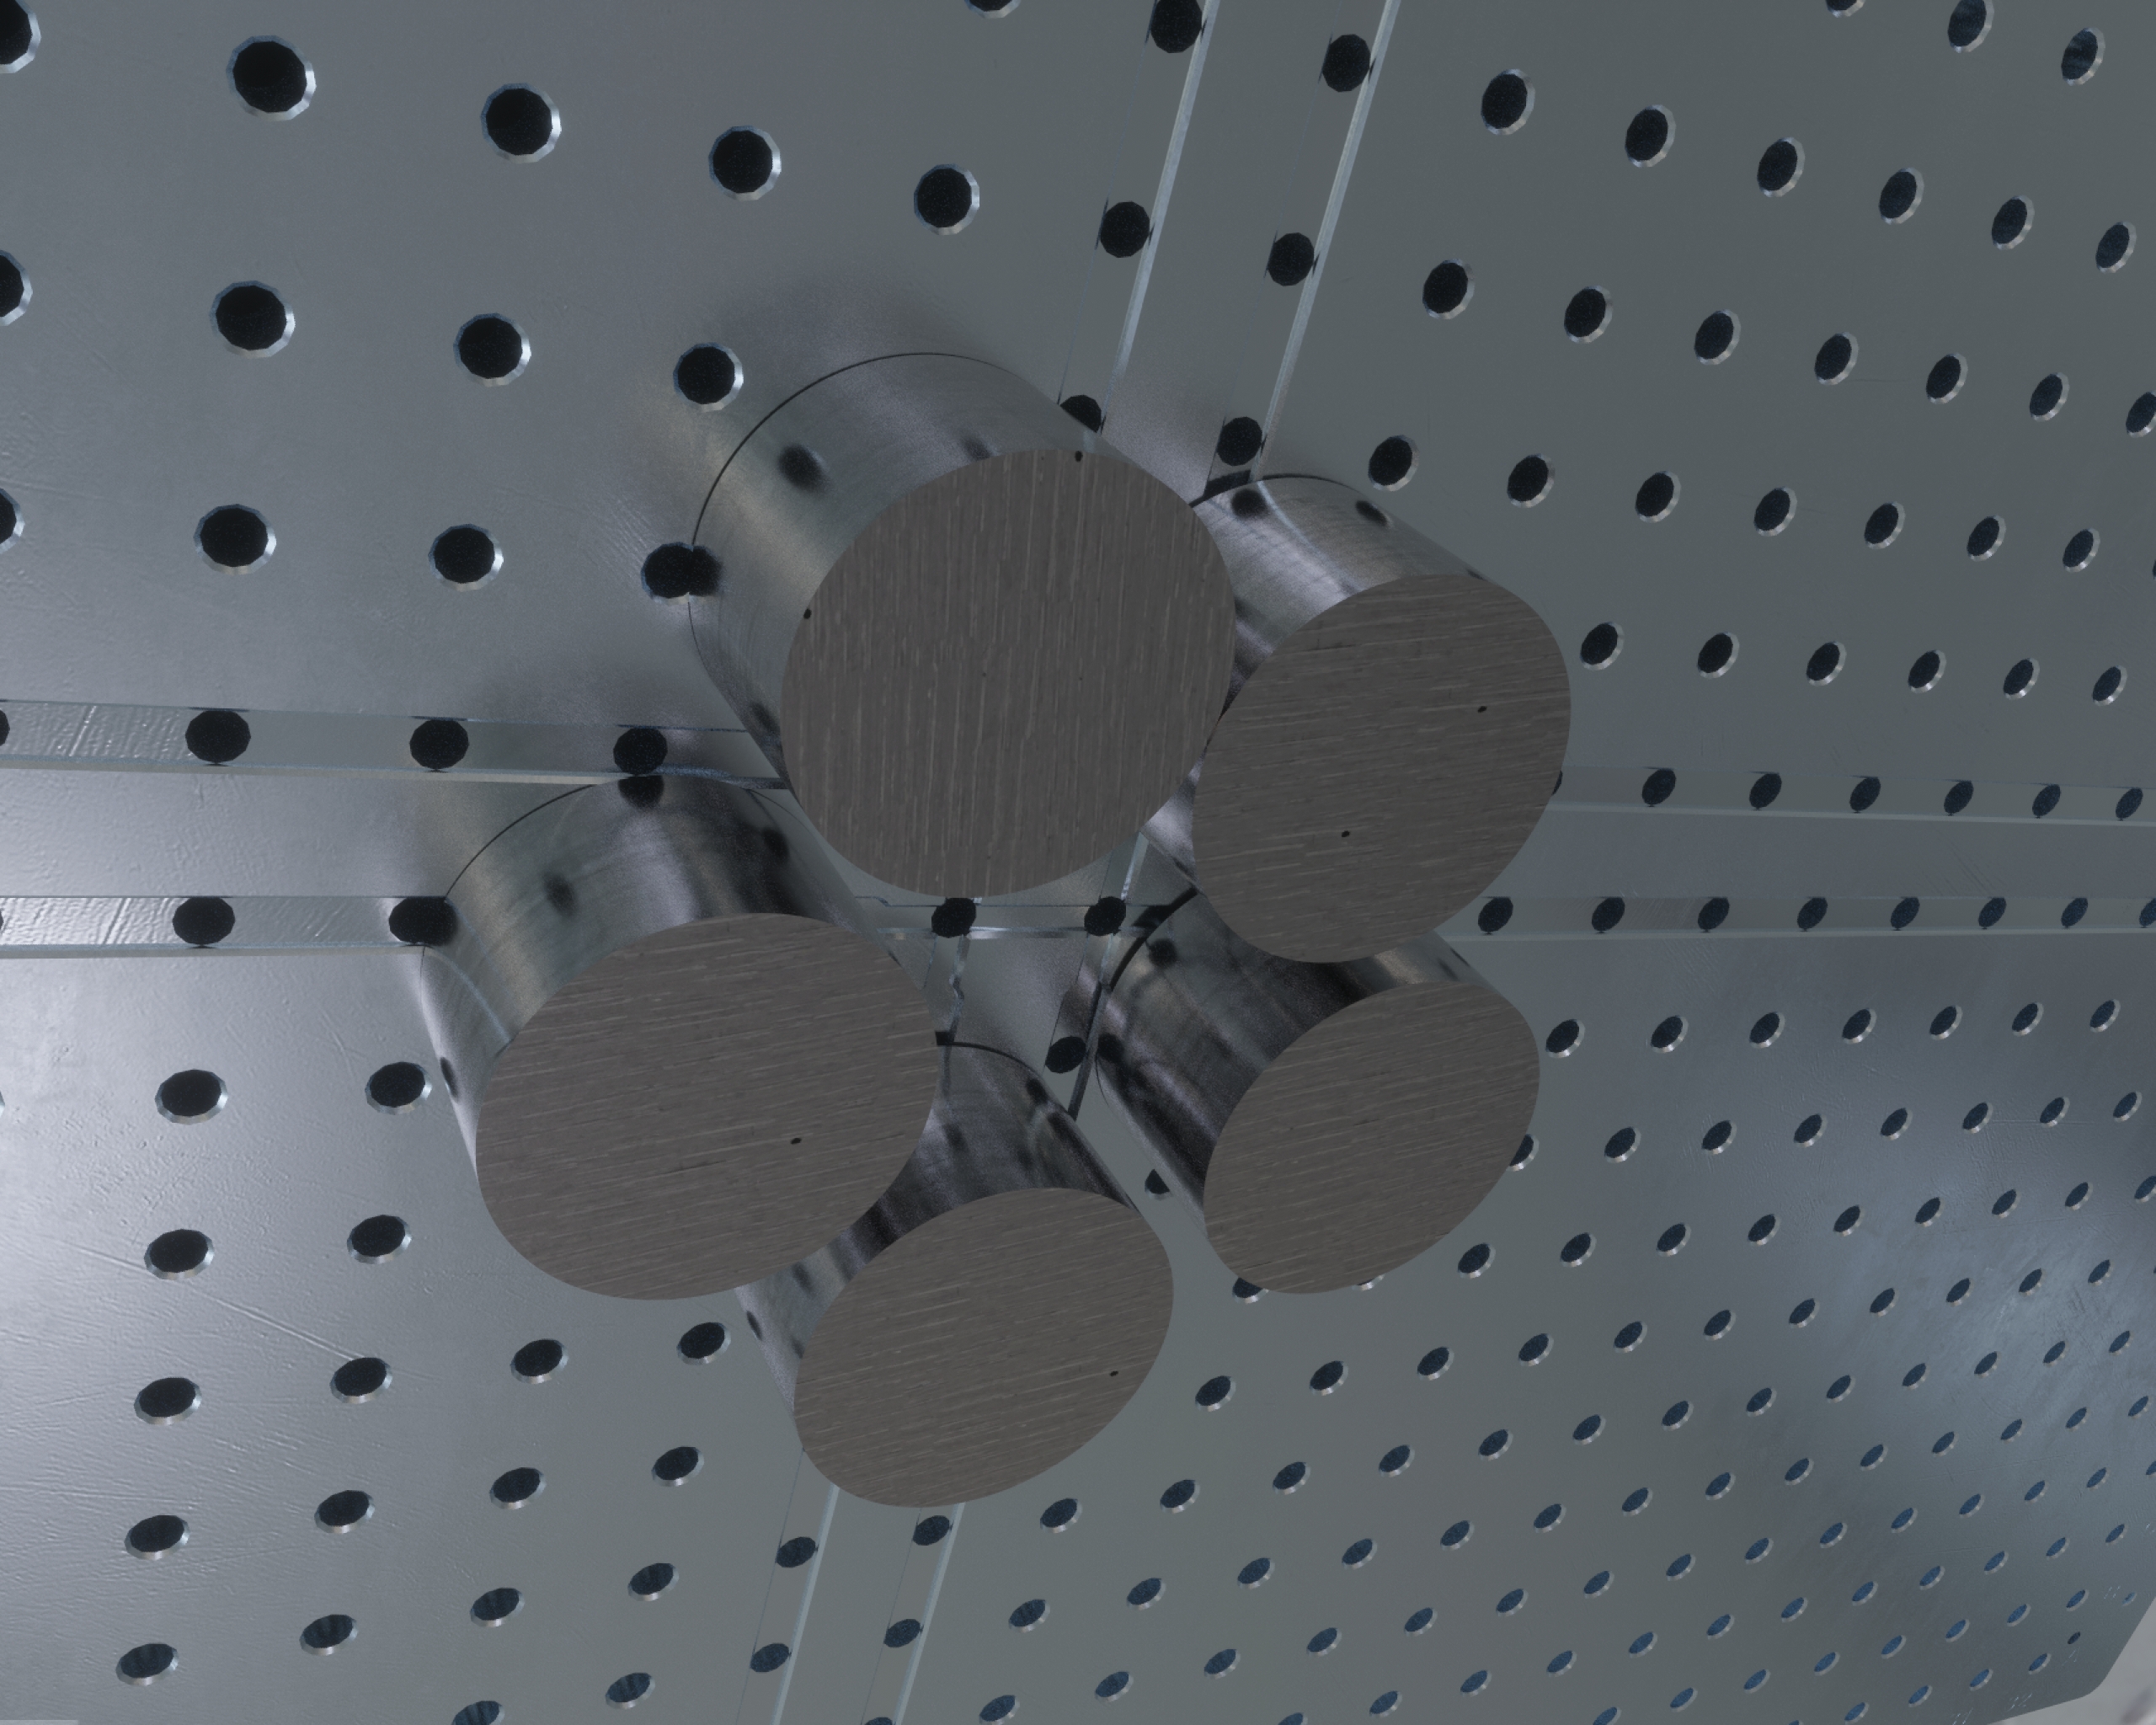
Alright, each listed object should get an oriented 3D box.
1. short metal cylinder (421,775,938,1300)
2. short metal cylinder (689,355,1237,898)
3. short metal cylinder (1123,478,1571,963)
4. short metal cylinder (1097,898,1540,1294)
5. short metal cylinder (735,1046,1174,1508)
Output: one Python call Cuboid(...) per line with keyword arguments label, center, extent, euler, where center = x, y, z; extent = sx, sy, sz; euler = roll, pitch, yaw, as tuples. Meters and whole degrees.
Cuboid(label="short metal cylinder", center=(-0.072, 0.031, 0.374), extent=(0.081, 0.050, 0.079), euler=(-14, 125, -21))
Cuboid(label="short metal cylinder", center=(-0.020, -0.041, 0.358), extent=(0.081, 0.050, 0.079), euler=(-14, 125, -21))
Cuboid(label="short metal cylinder", center=(0.046, -0.028, 0.402), extent=(0.081, 0.050, 0.079), euler=(-14, 124, -21))
Cuboid(label="short metal cylinder", center=(0.051, 0.046, 0.450), extent=(0.081, 0.050, 0.079), euler=(-14, 126, -20))
Cuboid(label="short metal cylinder", center=(-0.027, 0.085, 0.431), extent=(0.081, 0.050, 0.079), euler=(-13, 124, -21))
